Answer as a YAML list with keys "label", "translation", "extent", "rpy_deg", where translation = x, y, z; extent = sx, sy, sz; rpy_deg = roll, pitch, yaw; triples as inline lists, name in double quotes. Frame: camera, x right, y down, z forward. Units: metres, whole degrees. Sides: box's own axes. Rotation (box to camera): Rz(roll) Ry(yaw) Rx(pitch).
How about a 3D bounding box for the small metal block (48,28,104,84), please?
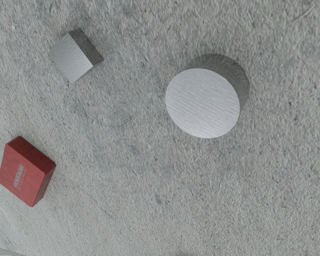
- label: "small metal block"
  translation: [-0.110, -0.094, 0.407]
  extent: [0.050, 0.025, 0.050]
  rpy_deg: [-28, 103, 37]

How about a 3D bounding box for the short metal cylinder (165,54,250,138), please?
- label: "short metal cylinder"
  translation: [0.053, -0.036, 0.341]
  extent: [0.080, 0.050, 0.079]
  rpy_deg: [13, 124, 21]

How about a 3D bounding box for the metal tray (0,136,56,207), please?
- label: "metal tray"
  translation: [-0.257, 0.086, 0.593]
  extent: [0.090, 0.030, 0.129]
  rpy_deg: [37, 129, 3]
